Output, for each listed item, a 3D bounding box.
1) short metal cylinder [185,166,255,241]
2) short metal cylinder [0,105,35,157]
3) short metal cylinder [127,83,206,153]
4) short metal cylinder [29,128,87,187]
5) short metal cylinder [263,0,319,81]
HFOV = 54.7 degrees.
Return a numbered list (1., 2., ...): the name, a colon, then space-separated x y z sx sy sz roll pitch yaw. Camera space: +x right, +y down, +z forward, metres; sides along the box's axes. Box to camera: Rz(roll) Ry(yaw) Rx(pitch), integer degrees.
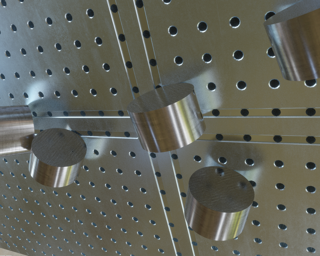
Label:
1. short metal cylinder: 0.074 0.094 0.394 0.080 0.080 0.050 17 125 18
2. short metal cylinder: -0.236 0.004 0.495 0.080 0.050 0.079 15 108 55
3. short metal cylinder: 0.008 -0.014 0.362 0.080 0.080 0.050 -6 116 30
4. short metal cylinder: -0.161 0.046 0.486 0.080 0.080 0.050 31 128 7
5. short metal cylinder: 0.134 -0.080 0.256 0.080 0.080 0.050 -15 110 34
